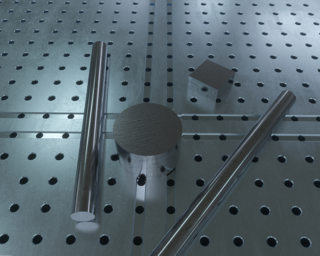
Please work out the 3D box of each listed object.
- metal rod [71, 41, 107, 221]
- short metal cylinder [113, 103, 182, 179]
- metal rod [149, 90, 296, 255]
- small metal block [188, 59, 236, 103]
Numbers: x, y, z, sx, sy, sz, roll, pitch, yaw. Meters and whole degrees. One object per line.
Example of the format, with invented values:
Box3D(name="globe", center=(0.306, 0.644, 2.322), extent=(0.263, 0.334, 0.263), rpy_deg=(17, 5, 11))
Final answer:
Box3D(name="metal rod", center=(-0.091, -0.021, 0.424), extent=(0.025, 0.025, 0.300), rpy_deg=(-3, 50, -2))
Box3D(name="short metal cylinder", center=(-0.014, 0.015, 0.378), extent=(0.080, 0.050, 0.080), rpy_deg=(0, 50, 0))
Box3D(name="metal rod", center=(0.088, 0.046, 0.369), extent=(0.025, 0.025, 0.301), rpy_deg=(32, 57, 24))
Box3D(name="small metal block", center=(0.078, -0.072, 0.469), extent=(0.050, 0.025, 0.050), rpy_deg=(31, 56, 23))
